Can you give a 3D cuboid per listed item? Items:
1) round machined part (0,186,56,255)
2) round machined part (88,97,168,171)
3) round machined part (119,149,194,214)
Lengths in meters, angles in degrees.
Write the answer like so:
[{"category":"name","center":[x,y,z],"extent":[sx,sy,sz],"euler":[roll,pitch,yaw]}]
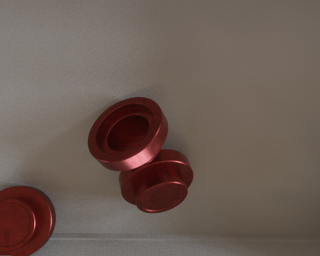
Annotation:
[{"category":"round machined part","center":[-0.200,0.130,0.426],"extent":[0.099,0.042,0.097],"euler":[0,81,-3]},{"category":"round machined part","center":[-0.035,0.011,0.382],"extent":[0.098,0.098,0.042],"euler":[-23,135,8]},{"category":"round machined part","center":[-0.002,0.076,0.409],"extent":[0.099,0.042,0.097],"euler":[-11,136,-11]}]
